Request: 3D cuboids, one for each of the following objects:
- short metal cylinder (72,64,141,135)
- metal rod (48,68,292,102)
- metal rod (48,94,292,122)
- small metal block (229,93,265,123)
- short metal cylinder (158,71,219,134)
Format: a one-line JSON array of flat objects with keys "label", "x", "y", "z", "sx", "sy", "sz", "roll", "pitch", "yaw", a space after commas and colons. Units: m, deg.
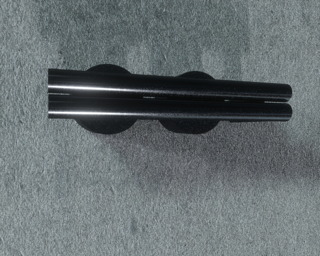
[{"label": "short metal cylinder", "x": -0.066, "y": -0.033, "z": 0.372, "sx": 0.081, "sy": 0.050, "sz": 0.080, "roll": 0, "pitch": 90, "yaw": -20}, {"label": "metal rod", "x": 0.028, "y": -0.048, "z": 0.367, "sx": 0.302, "sy": 0.025, "sz": 0.025, "roll": 0, "pitch": 90, "yaw": -20}, {"label": "metal rod", "x": 0.028, "y": -0.022, "z": 0.367, "sx": 0.302, "sy": 0.025, "sz": 0.025, "roll": 0, "pitch": 90, "yaw": -20}, {"label": "small metal block", "x": 0.123, "y": -0.033, "z": 0.444, "sx": 0.025, "sy": 0.050, "sz": 0.050, "roll": -2, "pitch": 90, "yaw": -20}, {"label": "short metal cylinder", "x": 0.038, "y": -0.032, "z": 0.412, "sx": 0.081, "sy": 0.050, "sz": 0.080, "roll": 0, "pitch": 90, "yaw": -20}]
